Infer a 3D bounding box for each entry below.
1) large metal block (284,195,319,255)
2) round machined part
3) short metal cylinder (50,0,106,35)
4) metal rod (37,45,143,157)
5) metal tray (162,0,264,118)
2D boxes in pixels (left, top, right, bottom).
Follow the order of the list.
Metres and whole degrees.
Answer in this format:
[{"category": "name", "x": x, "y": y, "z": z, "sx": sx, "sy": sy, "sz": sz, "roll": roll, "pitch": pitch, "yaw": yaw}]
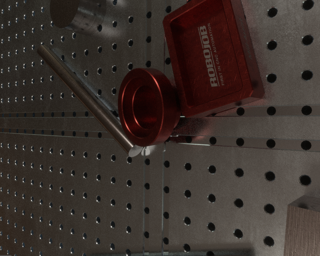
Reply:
[{"category": "large metal block", "x": 0.155, "y": 0.109, "z": 0.265, "sx": 0.080, "sy": 0.050, "sz": 0.079, "roll": 6, "pitch": 94, "yaw": 39}, {"category": "round machined part", "x": -0.010, "y": -0.027, "z": 0.396, "sx": 0.098, "sy": 0.042, "sz": 0.097, "roll": 12, "pitch": 105, "yaw": 50}, {"category": "short metal cylinder", "x": -0.133, "y": -0.196, "z": 0.500, "sx": 0.080, "sy": 0.050, "sz": 0.079, "roll": 0, "pitch": 90, "yaw": 39}, {"category": "metal rod", "x": -0.127, "y": -0.058, "z": 0.511, "sx": 0.300, "sy": 0.025, "sz": 0.025, "roll": 44, "pitch": 116, "yaw": 31}, {"category": "metal tray", "x": 0.057, "y": -0.084, "z": 0.357, "sx": 0.090, "sy": 0.030, "sz": 0.129, "roll": -18, "pitch": 79, "yaw": 38}]
